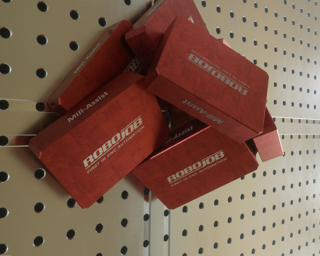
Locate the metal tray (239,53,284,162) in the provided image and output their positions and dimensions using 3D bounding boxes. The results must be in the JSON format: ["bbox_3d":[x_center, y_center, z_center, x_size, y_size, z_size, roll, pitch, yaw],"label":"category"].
[{"bbox_3d":[0.126,-0.028,0.428,0.090,0.030,0.130,46,25,-53],"label":"metal tray"}]

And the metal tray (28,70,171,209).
[{"bbox_3d":[-0.056,0.011,0.329,0.131,0.030,0.090,-40,131,-20],"label":"metal tray"}]

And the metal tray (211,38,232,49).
[{"bbox_3d":[0.094,-0.063,0.454,0.131,0.030,0.090,19,77,-59],"label":"metal tray"}]

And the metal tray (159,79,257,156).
[{"bbox_3d":[0.068,-0.008,0.424,0.130,0.090,0.030,51,60,-27],"label":"metal tray"}]

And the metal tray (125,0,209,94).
[{"bbox_3d":[0.018,-0.114,0.395,0.090,0.030,0.130,56,44,-27],"label":"metal tray"}]

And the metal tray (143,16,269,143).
[{"bbox_3d":[0.056,-0.052,0.337,0.131,0.030,0.090,28,57,-16],"label":"metal tray"}]

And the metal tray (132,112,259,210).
[{"bbox_3d":[0.043,0.041,0.383,0.090,0.130,0.030,51,18,-29],"label":"metal tray"}]

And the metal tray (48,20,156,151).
[{"bbox_3d":[-0.052,-0.049,0.360,0.090,0.030,0.130,46,62,-30],"label":"metal tray"}]
